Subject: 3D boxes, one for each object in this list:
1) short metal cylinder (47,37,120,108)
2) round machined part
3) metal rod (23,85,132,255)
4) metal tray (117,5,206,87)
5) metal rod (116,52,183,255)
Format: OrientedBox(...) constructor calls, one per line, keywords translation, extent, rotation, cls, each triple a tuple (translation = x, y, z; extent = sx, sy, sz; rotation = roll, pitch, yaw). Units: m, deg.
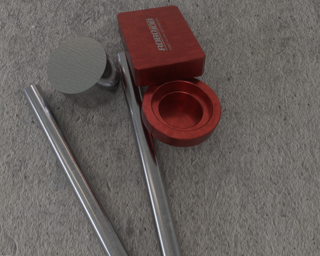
OrientedBox(translation=(-0.100, -0.073, 0.413), extent=(0.080, 0.050, 0.080), rotation=(-3, 72, 11), cls="short metal cylinder")
OrientedBox(translation=(0.025, -0.018, 0.398), extent=(0.099, 0.042, 0.098), rotation=(4, 58, -6), cls="round machined part")
OrientedBox(translation=(-0.097, 0.069, 0.382), extent=(0.025, 0.025, 0.299), rotation=(-30, 73, -10), cls="metal rod")
OrientedBox(translation=(-0.002, -0.116, 0.423), extent=(0.091, 0.030, 0.130), rotation=(-12, 51, -9), cls="metal tray")
OrientedBox(translation=(-0.016, 0.034, 0.395), extent=(0.025, 0.025, 0.299), rotation=(-13, 71, -5), cls="metal rod")
